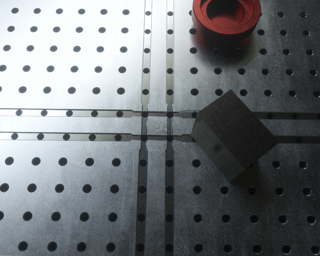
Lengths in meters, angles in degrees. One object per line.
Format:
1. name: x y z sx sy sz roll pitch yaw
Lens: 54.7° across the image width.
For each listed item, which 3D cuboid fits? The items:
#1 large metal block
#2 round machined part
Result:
1. large metal block: 0.086 0.013 0.378 0.050 0.080 0.080 -35 74 -12
2. round machined part: 0.096 -0.168 0.465 0.099 0.042 0.098 0 70 0
